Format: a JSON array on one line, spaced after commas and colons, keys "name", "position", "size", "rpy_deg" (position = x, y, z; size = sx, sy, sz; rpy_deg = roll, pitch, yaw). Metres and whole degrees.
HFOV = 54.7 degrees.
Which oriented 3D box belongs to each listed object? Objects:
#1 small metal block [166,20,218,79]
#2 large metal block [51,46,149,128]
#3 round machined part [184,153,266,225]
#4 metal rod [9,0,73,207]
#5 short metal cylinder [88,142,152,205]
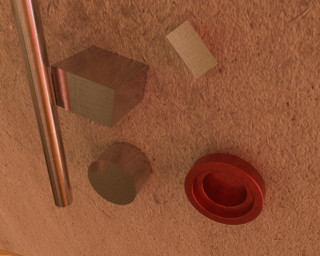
[{"name": "small metal block", "position": [0.032, -0.081, 0.319], "size": [0.025, 0.050, 0.050], "rpy_deg": [-35, 100, 12]}, {"name": "large metal block", "position": [-0.070, -0.053, 0.374], "size": [0.080, 0.080, 0.050], "rpy_deg": [22, 127, 14]}, {"name": "round machined part", "position": [0.084, 0.072, 0.395], "size": [0.098, 0.042, 0.097], "rpy_deg": [13, 124, 20]}, {"name": "metal rod", "position": [-0.132, -0.023, 0.356], "size": [0.025, 0.025, 0.298], "rpy_deg": [15, 125, 19]}, {"name": "short metal cylinder", "position": [-0.059, 0.067, 0.462], "size": [0.080, 0.050, 0.079], "rpy_deg": [13, 124, 20]}]
